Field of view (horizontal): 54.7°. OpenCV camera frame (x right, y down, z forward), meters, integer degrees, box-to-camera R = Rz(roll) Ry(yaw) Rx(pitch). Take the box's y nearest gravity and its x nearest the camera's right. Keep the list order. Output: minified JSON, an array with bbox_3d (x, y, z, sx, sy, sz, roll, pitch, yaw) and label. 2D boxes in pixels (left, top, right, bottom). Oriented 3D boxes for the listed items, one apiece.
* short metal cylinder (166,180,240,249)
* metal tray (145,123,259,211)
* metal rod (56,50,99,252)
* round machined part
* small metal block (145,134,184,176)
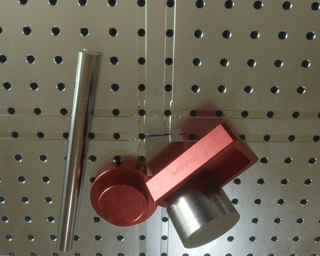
[{"bbox_3d":[0.055,0.112,0.403,0.081,0.050,0.080,-19,142,-15],"label":"short metal cylinder"},{"bbox_3d":[0.057,0.058,0.407,0.130,0.030,0.090,-40,142,13],"label":"metal tray"},{"bbox_3d":[-0.117,0.045,0.428,0.025,0.025,0.298,11,110,-5],"label":"metal rod"},{"bbox_3d":[-0.050,0.100,0.441,0.099,0.042,0.097,0,110,-1],"label":"round machined part"},{"bbox_3d":[0.007,0.038,0.427,0.050,0.025,0.050,-3,110,0],"label":"small metal block"}]
